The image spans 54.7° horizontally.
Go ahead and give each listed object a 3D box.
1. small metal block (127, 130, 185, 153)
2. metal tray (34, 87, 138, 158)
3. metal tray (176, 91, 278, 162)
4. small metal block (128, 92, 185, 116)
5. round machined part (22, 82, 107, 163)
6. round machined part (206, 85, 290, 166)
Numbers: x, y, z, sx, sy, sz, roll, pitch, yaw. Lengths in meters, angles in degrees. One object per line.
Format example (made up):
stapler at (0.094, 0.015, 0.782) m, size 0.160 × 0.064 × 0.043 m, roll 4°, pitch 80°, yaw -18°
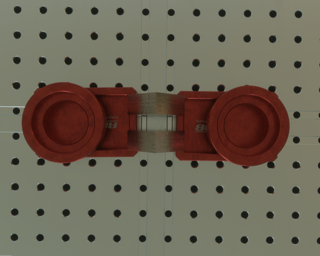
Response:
small metal block at (-0.005, 0.016, 0.386) m, size 0.050 × 0.050 × 0.025 m, roll 1°, pitch 90°, yaw 44°
metal tray at (-0.095, -0.007, 0.411) m, size 0.131 × 0.030 × 0.089 m, roll -1°, pitch 92°, yaw 0°
metal tray at (0.086, -0.002, 0.412) m, size 0.131 × 0.030 × 0.089 m, roll 1°, pitch 90°, yaw 0°
small metal block at (-0.005, -0.029, 0.386) m, size 0.050 × 0.050 × 0.025 m, roll 1°, pitch 90°, yaw 44°
round machined part at (-0.116, -0.006, 0.391) m, size 0.099 × 0.042 × 0.097 m, roll 0°, pitch 90°, yaw 0°
round machined part at (0.107, -0.003, 0.393) m, size 0.099 × 0.042 × 0.097 m, roll 0°, pitch 90°, yaw 0°
